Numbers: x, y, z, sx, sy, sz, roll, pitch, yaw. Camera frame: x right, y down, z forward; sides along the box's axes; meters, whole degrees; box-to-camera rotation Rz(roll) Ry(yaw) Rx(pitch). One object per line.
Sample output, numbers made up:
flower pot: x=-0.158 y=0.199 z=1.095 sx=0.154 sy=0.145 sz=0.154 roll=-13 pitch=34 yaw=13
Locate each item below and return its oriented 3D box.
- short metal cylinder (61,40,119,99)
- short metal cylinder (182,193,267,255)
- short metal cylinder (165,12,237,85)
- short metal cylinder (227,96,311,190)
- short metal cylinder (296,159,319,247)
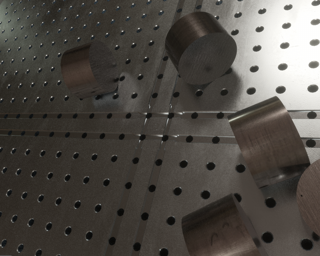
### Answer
short metal cylinder: x=-0.107 y=-0.090 z=0.482 sx=0.050 sy=0.080 sz=0.080 roll=-11 pitch=57 yaw=22
short metal cylinder: x=0.061 y=0.106 z=0.276 sx=0.050 sy=0.080 sz=0.080 roll=-29 pitch=52 yaw=10
short metal cylinder: x=0.053 y=-0.104 z=0.408 sx=0.080 sy=0.080 sz=0.050 roll=-30 pitch=52 yaw=8
short metal cylinder: x=0.106 y=0.015 z=0.308 sx=0.050 sy=0.080 sz=0.080 roll=-24 pitch=53 yaw=14
short metal cylinder: x=0.163 y=0.068 z=0.266 sx=0.080 sy=0.050 sz=0.080 roll=-13 pitch=56 yaw=20
